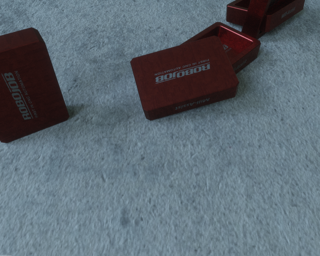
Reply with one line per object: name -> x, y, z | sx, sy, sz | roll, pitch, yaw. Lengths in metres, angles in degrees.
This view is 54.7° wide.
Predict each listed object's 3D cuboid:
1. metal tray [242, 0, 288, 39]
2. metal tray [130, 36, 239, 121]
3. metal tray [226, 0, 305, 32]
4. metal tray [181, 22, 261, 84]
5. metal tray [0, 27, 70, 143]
metal tray -> 0.204, -0.223, 0.550 | 0.030, 0.089, 0.131 | 39, 60, 24
metal tray -> 0.032, -0.071, 0.433 | 0.131, 0.030, 0.090 | -16, 64, -1
metal tray -> 0.198, -0.226, 0.578 | 0.131, 0.030, 0.090 | -36, 49, -29
metal tray -> 0.088, -0.118, 0.499 | 0.090, 0.030, 0.131 | 37, 59, 26
metal tray -> -0.170, -0.046, 0.371 | 0.091, 0.129, 0.030 | -24, 54, -19
